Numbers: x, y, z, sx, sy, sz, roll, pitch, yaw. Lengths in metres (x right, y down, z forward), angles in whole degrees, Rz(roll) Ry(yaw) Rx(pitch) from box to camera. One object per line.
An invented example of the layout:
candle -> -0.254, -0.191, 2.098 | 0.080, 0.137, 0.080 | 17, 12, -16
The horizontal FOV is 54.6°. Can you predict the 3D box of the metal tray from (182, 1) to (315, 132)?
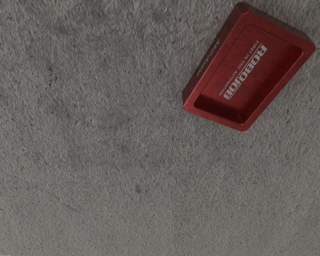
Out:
metal tray -> 0.093, -0.062, 0.351 | 0.090, 0.030, 0.129 | 19, 128, -16
